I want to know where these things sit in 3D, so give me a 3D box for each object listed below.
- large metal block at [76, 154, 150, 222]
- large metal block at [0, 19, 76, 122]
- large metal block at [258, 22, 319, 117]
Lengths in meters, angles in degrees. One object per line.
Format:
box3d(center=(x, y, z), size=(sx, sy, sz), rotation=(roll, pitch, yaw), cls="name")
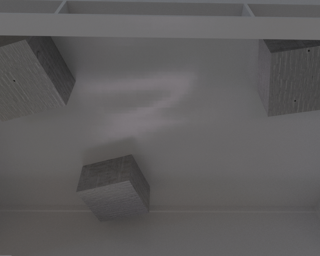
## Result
box3d(center=(-0.067, 0.093, 0.471), size=(0.080, 0.050, 0.080), rotation=(-14, 129, 12), cls="large metal block")
box3d(center=(-0.152, -0.061, 0.339), size=(0.080, 0.050, 0.080), rotation=(-13, 129, 10), cls="large metal block")
box3d(center=(0.155, -0.064, 0.339), size=(0.080, 0.050, 0.080), rotation=(-8, 130, 7), cls="large metal block")
